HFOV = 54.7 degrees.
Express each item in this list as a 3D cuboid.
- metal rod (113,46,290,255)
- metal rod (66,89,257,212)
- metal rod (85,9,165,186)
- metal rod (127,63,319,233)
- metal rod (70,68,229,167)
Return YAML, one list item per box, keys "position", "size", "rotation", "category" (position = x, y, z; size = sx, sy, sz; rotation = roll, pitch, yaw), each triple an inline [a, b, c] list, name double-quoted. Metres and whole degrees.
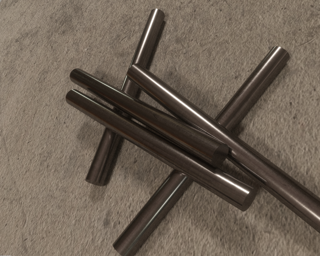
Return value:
- position: [0.053, 0.022, 0.361]
  size: [0.025, 0.025, 0.300]
  rotation: [34, 80, 38]
  category: "metal rod"
- position: [-0.024, 0.010, 0.375]
  size: [0.300, 0.025, 0.025]
  rotation: [28, 77, 37]
  category: "metal rod"
- position: [-0.045, -0.060, 0.462]
  size: [0.025, 0.025, 0.300]
  rotation: [3, 63, 29]
  category: "metal rod"
- position: [0.066, 0.012, 0.331]
  size: [0.025, 0.025, 0.300]
  rotation: [-47, 61, -5]
  category: "metal rod"
- position: [-0.038, -0.029, 0.401]
  size: [0.300, 0.025, 0.025]
  rotation: [30, 78, 42]
  category: "metal rod"
